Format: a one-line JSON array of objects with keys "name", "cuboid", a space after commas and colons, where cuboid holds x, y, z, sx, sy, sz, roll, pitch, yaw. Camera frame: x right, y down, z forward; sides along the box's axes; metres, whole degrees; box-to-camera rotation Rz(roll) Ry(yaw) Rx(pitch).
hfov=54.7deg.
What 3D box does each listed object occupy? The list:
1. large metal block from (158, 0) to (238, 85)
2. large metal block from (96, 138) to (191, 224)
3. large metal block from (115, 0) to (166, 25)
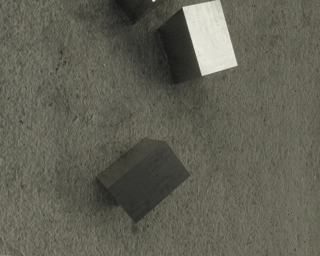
[{"name": "large metal block", "cuboid": [0.045, -0.105, 0.396, 0.050, 0.080, 0.080, -19, 97, -19]}, {"name": "large metal block", "cuboid": [-0.023, 0.058, 0.371, 0.080, 0.080, 0.050, -39, 103, -16]}, {"name": "large metal block", "cuboid": [-0.008, -0.181, 0.376, 0.080, 0.080, 0.050, -42, 104, -15]}]
